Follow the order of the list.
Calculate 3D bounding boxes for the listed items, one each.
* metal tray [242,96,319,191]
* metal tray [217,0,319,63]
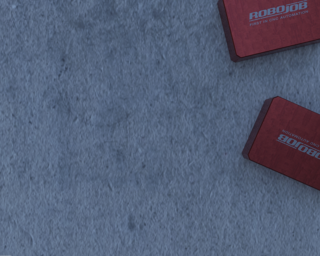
[{"bbox_3d":[0.188,0.024,0.410,0.131,0.030,0.090,24,90,-1],"label":"metal tray"},{"bbox_3d":[0.151,-0.147,0.409,0.131,0.030,0.089,-14,90,-1],"label":"metal tray"}]
